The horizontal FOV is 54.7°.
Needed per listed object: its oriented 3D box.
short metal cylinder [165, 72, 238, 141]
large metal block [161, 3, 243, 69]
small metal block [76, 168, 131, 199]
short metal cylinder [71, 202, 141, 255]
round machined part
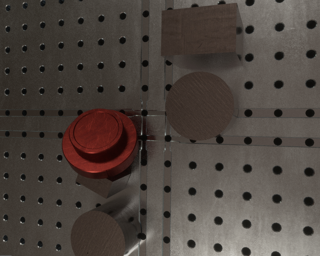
[{"bbox_3d":[0.053,-0.025,0.380,0.080,0.050,0.079,0,90,19],"label":"short metal cylinder"},{"bbox_3d":[0.053,-0.103,0.364,0.080,0.080,0.050,2,91,19],"label":"large metal block"},{"bbox_3d":[-0.077,0.068,0.424,0.050,0.050,0.025,25,102,18],"label":"small metal block"},{"bbox_3d":[-0.073,0.147,0.424,0.080,0.050,0.079,0,90,19],"label":"short metal cylinder"},{"bbox_3d":[-0.079,0.013,0.404,0.099,0.042,0.098,-1,56,2],"label":"round machined part"}]
